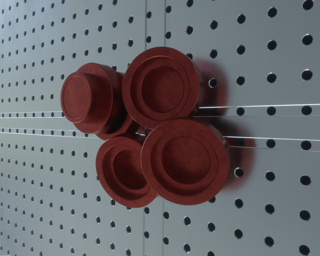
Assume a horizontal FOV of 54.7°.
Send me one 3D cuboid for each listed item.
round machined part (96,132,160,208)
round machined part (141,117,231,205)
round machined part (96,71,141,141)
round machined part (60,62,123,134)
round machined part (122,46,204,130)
[{"bbox_3d":[-0.034,0.052,0.413,0.098,0.042,0.097,8,108,27],"label":"round machined part"},{"bbox_3d":[0.031,0.035,0.355,0.098,0.042,0.097,3,101,18],"label":"round machined part"},{"bbox_3d":[-0.057,-0.030,0.442,0.098,0.042,0.097,0,90,39],"label":"round machined part"},{"bbox_3d":[-0.098,-0.040,0.422,0.098,0.042,0.097,0,90,39],"label":"round machined part"},{"bbox_3d":[0.006,-0.046,0.379,0.098,0.042,0.097,1,91,23],"label":"round machined part"}]
